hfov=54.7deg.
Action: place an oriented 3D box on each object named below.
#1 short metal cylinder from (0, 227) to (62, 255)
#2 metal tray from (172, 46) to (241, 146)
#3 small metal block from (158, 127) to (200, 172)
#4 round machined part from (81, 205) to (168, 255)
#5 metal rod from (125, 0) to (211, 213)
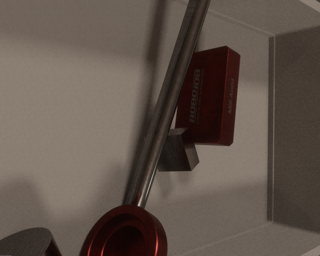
[{"bbox_3d":[-0.124,0.133,0.269,0.081,0.080,0.050,-30,109,-36],"label":"short metal cylinder"},{"bbox_3d":[0.061,-0.042,0.435,0.030,0.090,0.129,13,80,-45],"label":"metal tray"},{"bbox_3d":[0.018,0.029,0.404,0.025,0.050,0.050,-36,114,-52],"label":"small metal block"},{"bbox_3d":[-0.034,0.137,0.334,0.042,0.098,0.098,47,61,-42],"label":"round machined part"},{"bbox_3d":[0.010,-0.032,0.377,0.025,0.025,0.298,17,91,-39],"label":"metal rod"}]
